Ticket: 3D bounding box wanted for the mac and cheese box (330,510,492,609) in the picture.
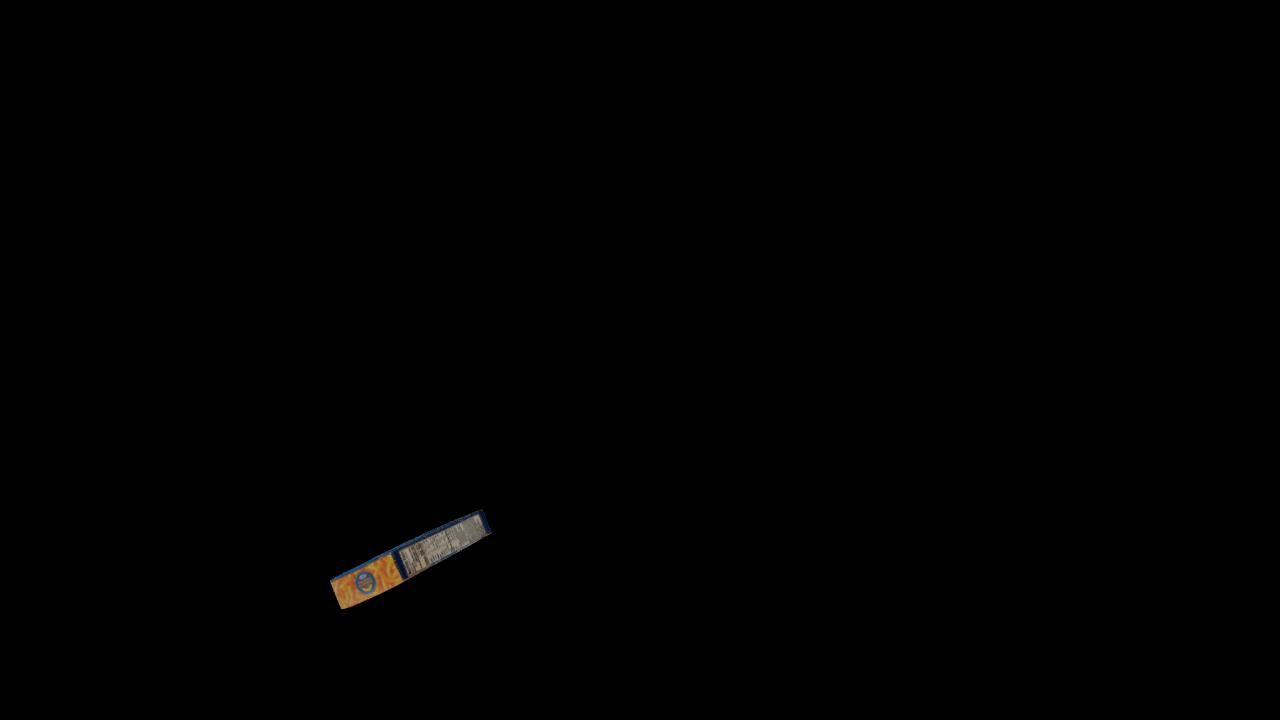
[{"bbox_3d":[-0.268,0.236,0.746,0.093,0.041,0.184,-26,-6,16],"label":"mac and cheese box"}]
